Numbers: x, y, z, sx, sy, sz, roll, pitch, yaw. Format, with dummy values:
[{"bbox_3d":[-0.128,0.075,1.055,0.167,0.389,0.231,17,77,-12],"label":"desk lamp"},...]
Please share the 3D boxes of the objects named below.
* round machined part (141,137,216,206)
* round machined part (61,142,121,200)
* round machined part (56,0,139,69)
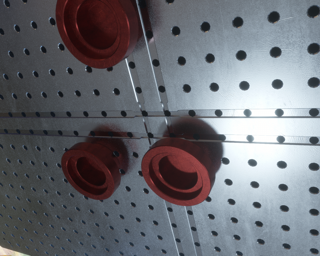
[{"bbox_3d":[0.028,0.054,0.420,0.098,0.042,0.097,13,124,21],"label":"round machined part"},{"bbox_3d":[-0.104,0.064,0.496,0.098,0.042,0.097,13,124,21],"label":"round machined part"},{"bbox_3d":[-0.068,-0.122,0.361,0.098,0.042,0.097,13,124,21],"label":"round machined part"}]
